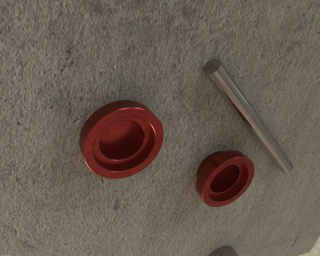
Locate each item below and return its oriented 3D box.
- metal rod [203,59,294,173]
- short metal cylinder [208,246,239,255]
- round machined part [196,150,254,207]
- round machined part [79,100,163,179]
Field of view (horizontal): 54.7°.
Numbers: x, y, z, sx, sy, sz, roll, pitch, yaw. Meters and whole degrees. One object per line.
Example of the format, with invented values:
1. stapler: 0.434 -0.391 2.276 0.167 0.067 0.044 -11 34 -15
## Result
1. metal rod: 0.153 -0.002 0.491 0.025 0.025 0.300 -46 130 3
2. short metal cylinder: 0.137 0.297 0.652 0.081 0.050 0.079 -14 125 -21
3. round machined part: 0.100 0.076 0.500 0.099 0.042 0.097 -14 125 -21
4. round machined part: -0.049 0.010 0.377 0.099 0.042 0.097 -14 125 -21
